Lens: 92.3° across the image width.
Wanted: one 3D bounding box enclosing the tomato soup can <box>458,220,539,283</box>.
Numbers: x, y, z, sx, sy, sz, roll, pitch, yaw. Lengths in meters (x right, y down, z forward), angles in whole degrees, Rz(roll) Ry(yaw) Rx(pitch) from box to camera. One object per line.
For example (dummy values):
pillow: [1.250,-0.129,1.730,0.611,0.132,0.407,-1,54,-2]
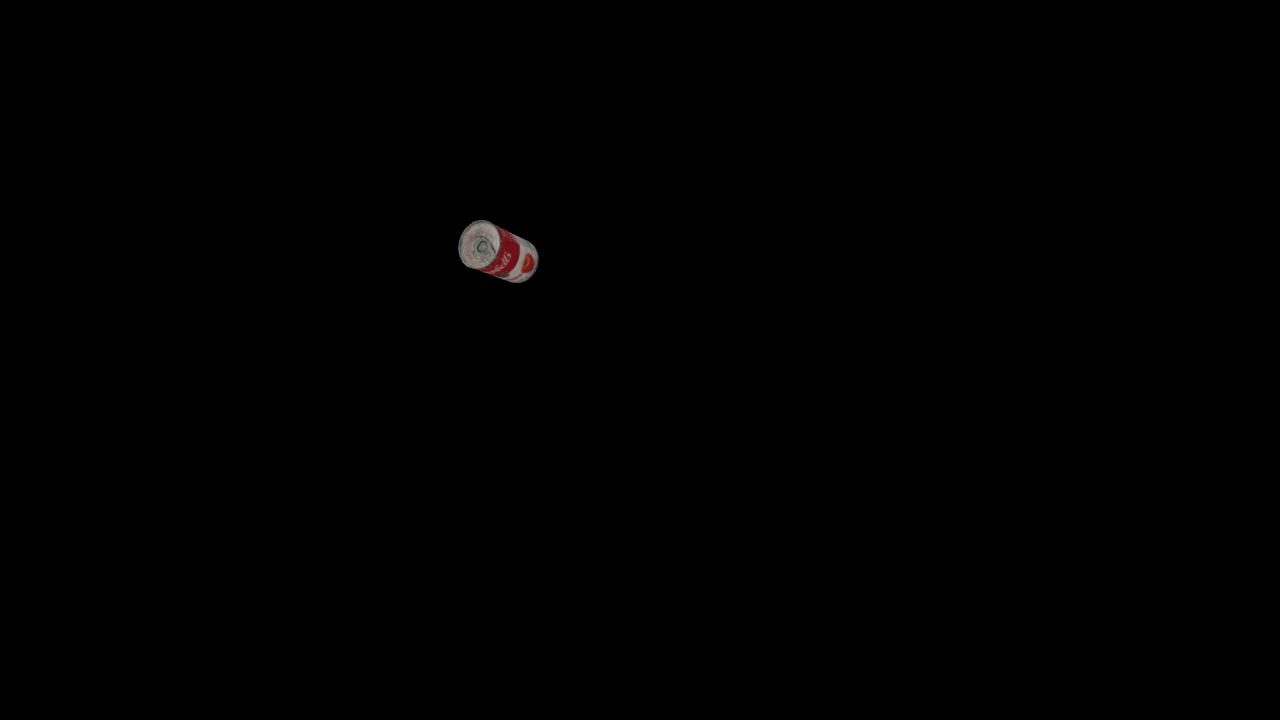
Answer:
tomato soup can: [-0.196,-0.149,0.863,0.068,0.068,0.101,0,-5,21]
